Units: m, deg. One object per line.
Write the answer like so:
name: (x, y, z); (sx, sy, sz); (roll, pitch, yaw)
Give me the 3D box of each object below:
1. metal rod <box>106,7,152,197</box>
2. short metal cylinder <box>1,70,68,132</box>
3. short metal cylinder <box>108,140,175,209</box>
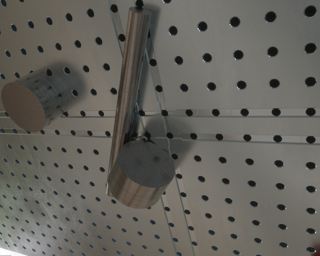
metal rod: (-0.050, -0.012, 0.428); (0.025, 0.025, 0.298); (23, 127, 13)
short metal cylinder: (-0.187, -0.040, 0.466); (0.080, 0.050, 0.079); (13, 124, 20)
short metal cylinder: (-0.026, 0.063, 0.427); (0.080, 0.080, 0.050); (33, 129, 6)
